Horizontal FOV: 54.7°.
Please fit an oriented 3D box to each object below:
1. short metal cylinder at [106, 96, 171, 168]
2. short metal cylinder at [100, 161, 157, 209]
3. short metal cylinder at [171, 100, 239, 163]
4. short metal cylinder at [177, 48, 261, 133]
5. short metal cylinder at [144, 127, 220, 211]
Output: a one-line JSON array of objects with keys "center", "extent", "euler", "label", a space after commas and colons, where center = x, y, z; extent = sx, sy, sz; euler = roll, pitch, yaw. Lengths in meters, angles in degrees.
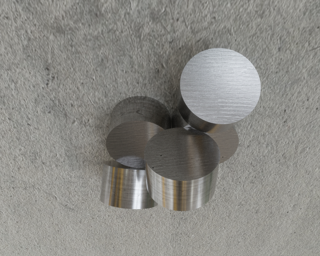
[{"center": [-0.025, 0.006, 0.396], "extent": [0.081, 0.050, 0.079], "euler": [0, 130, 0], "label": "short metal cylinder"}, {"center": [-0.040, 0.076, 0.428], "extent": [0.081, 0.080, 0.050], "euler": [6, 91, -5], "label": "short metal cylinder"}, {"center": [0.055, 0.005, 0.396], "extent": [0.081, 0.050, 0.079], "euler": [0, 130, 0], "label": "short metal cylinder"}, {"center": [0.060, -0.038, 0.332], "extent": [0.081, 0.080, 0.050], "euler": [0, 168, -1], "label": "short metal cylinder"}, {"center": [0.024, 0.044, 0.345], "extent": [0.081, 0.080, 0.050], "euler": [-1, 130, 0], "label": "short metal cylinder"}]
